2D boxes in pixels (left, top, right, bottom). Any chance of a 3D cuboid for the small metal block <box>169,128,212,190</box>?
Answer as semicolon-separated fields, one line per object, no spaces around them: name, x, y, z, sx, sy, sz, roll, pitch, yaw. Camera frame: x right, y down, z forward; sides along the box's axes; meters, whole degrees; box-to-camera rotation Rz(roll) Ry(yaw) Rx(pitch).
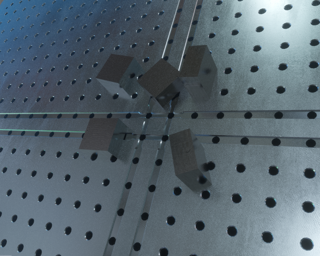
small metal block;0.035;0.036;0.351;0.025;0.050;0.050;-20;54;16

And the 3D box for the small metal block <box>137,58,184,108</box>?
small metal block;0.003;-0.066;0.446;0.050;0.025;0.050;-43;51;-2

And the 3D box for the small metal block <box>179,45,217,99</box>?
small metal block;0.052;-0.073;0.409;0.025;0.050;0.050;4;64;30

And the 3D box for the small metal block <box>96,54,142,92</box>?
small metal block;-0.066;-0.089;0.496;0.050;0.025;0.050;17;70;34

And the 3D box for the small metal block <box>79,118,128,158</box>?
small metal block;-0.080;0.014;0.440;0.050;0.025;0.050;1;62;28
